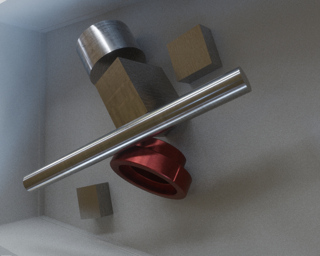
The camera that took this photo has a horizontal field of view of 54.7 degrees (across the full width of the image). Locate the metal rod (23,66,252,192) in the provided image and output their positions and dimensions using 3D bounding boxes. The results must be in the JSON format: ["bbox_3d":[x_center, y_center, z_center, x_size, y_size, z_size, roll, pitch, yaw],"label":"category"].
[{"bbox_3d":[-0.046,0.014,0.340,0.300,0.025,0.025,-25,74,26],"label":"metal rod"}]

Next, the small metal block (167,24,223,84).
[{"bbox_3d":[0.041,-0.087,0.372,0.050,0.025,0.050,-24,75,37],"label":"small metal block"}]

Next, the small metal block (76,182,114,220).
[{"bbox_3d":[-0.104,0.115,0.490,0.050,0.025,0.050,-18,79,38],"label":"small metal block"}]

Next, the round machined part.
[{"bbox_3d":[-0.007,0.046,0.376,0.098,0.098,0.042,2,57,39],"label":"round machined part"}]

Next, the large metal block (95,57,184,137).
[{"bbox_3d":[-0.021,-0.035,0.386,0.050,0.081,0.080,-43,64,31],"label":"large metal block"}]

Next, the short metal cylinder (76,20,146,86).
[{"bbox_3d":[-0.067,-0.099,0.424,0.080,0.081,0.050,-43,65,31],"label":"short metal cylinder"}]
